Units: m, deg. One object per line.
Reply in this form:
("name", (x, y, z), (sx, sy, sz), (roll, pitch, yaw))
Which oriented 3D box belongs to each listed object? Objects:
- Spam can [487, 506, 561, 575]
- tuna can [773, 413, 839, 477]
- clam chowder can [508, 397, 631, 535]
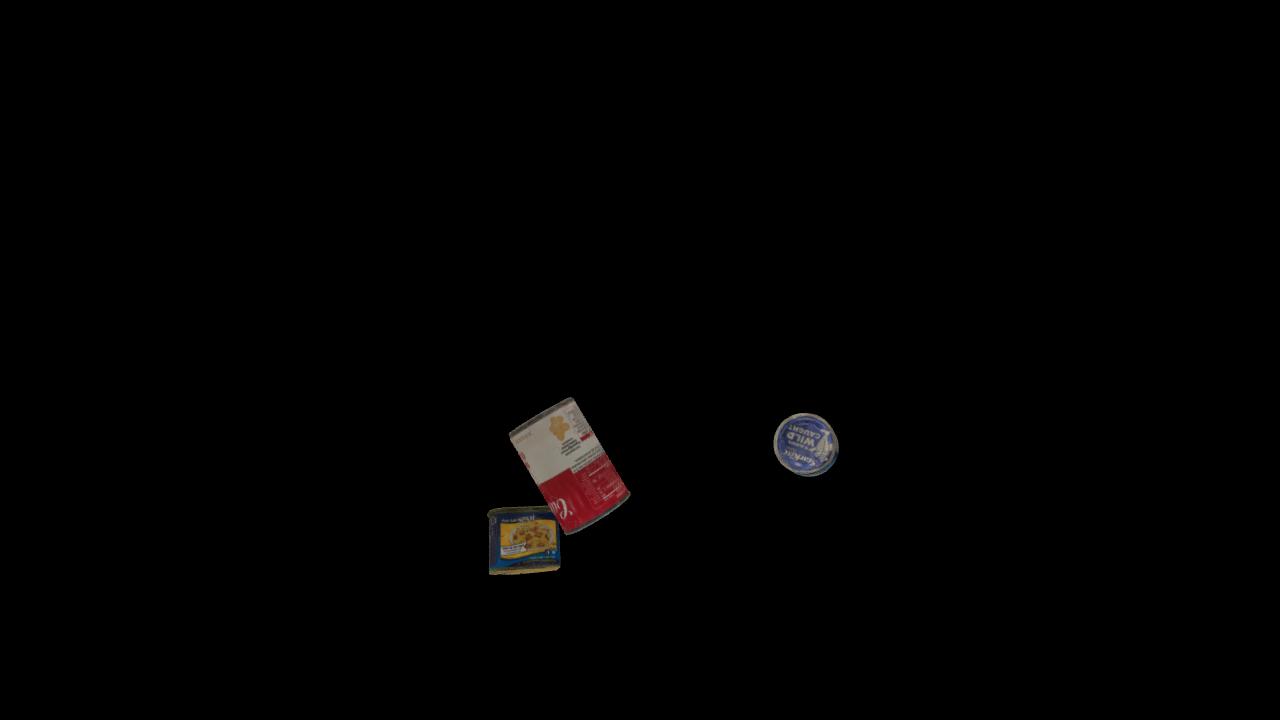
("Spam can", (-0.163, 0.255, 0.867), (0.101, 0.085, 0.058), (2, -25, -19))
("tuna can", (0.228, 0.117, 0.845), (0.084, 0.084, 0.034), (0, -19, 26))
("clam chowder can", (-0.062, 0.092, 0.543), (0.068, 0.102, 0.068), (-30, -2, -1))
